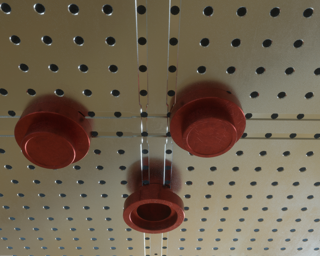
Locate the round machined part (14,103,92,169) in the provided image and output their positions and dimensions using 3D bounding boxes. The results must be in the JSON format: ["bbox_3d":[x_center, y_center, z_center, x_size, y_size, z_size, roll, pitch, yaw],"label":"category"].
[{"bbox_3d":[-0.144,0.017,0.414,0.099,0.042,0.097,0,130,0],"label":"round machined part"}]

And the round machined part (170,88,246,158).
[{"bbox_3d":[0.062,0.001,0.401,0.099,0.042,0.097,0,130,0],"label":"round machined part"}]

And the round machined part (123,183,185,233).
[{"bbox_3d":[-0.010,0.129,0.510,0.099,0.042,0.097,0,130,0],"label":"round machined part"}]
